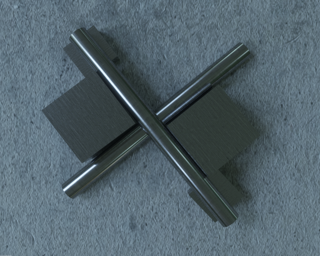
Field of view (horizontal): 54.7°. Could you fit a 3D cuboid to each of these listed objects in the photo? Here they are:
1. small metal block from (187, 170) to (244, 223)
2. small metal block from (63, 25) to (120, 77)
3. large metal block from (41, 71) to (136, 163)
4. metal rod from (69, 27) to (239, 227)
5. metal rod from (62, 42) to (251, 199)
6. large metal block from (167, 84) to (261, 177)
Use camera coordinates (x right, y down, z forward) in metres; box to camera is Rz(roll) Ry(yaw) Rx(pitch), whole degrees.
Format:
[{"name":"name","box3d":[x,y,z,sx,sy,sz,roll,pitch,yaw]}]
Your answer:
[{"name":"small metal block","box3d":[0.073,0.087,0.412,0.050,0.025,0.050,-43,90,0]},{"name":"small metal block","box3d":[-0.090,-0.098,0.411,0.050,0.025,0.050,-37,90,0]},{"name":"large metal block","box3d":[-0.086,-0.013,0.396,0.080,0.050,0.080,-37,90,0]},{"name":"metal rod","box3d":[-0.007,-0.001,0.385,0.025,0.025,0.300,-39,90,0]},{"name":"metal rod","box3d":[-0.004,-0.010,0.412,0.300,0.025,0.025,-39,90,0]},{"name":"large metal block","box3d":[0.065,0.003,0.399,0.080,0.050,0.080,-39,90,0]}]
